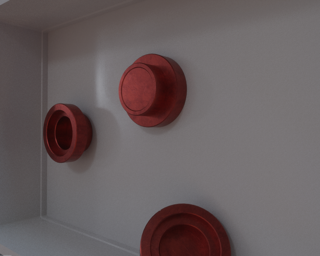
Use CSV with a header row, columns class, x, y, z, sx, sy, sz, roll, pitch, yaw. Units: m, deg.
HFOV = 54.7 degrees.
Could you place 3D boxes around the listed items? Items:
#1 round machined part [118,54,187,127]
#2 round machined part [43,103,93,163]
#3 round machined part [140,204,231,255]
class,x,y,z,sx,sy,sz,roll,pitch,yaw
round machined part,-0.017,-0.050,0.410,0.098,0.042,0.097,0,90,40
round machined part,-0.151,0.008,0.521,0.098,0.042,0.097,0,90,40
round machined part,0.026,0.140,0.350,0.098,0.099,0.042,54,157,26
